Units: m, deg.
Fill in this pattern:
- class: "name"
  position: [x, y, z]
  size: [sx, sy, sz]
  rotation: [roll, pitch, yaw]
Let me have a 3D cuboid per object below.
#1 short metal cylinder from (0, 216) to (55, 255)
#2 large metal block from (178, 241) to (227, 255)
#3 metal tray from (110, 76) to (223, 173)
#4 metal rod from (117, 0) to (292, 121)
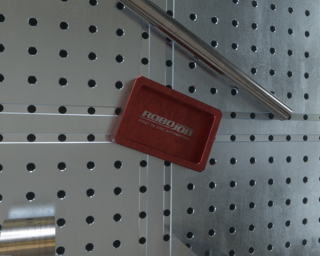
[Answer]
- class: "short metal cylinder"
  position: [-0.140, 0.137, 0.332]
  size: [0.050, 0.080, 0.080]
  rotation: [1, 90, -20]
- class: "large metal block"
  position: [0.057, 0.203, 0.405]
  size: [0.050, 0.080, 0.080]
  rotation: [13, 86, -20]
- class: "metal tray"
  position: [0.011, -0.003, 0.413]
  size: [0.131, 0.030, 0.090]
  rotation: [21, 83, -19]
- class: "metal rod"
  position: [0.074, -0.098, 0.439]
  size: [0.301, 0.025, 0.025]
  rotation: [32, 80, -17]
